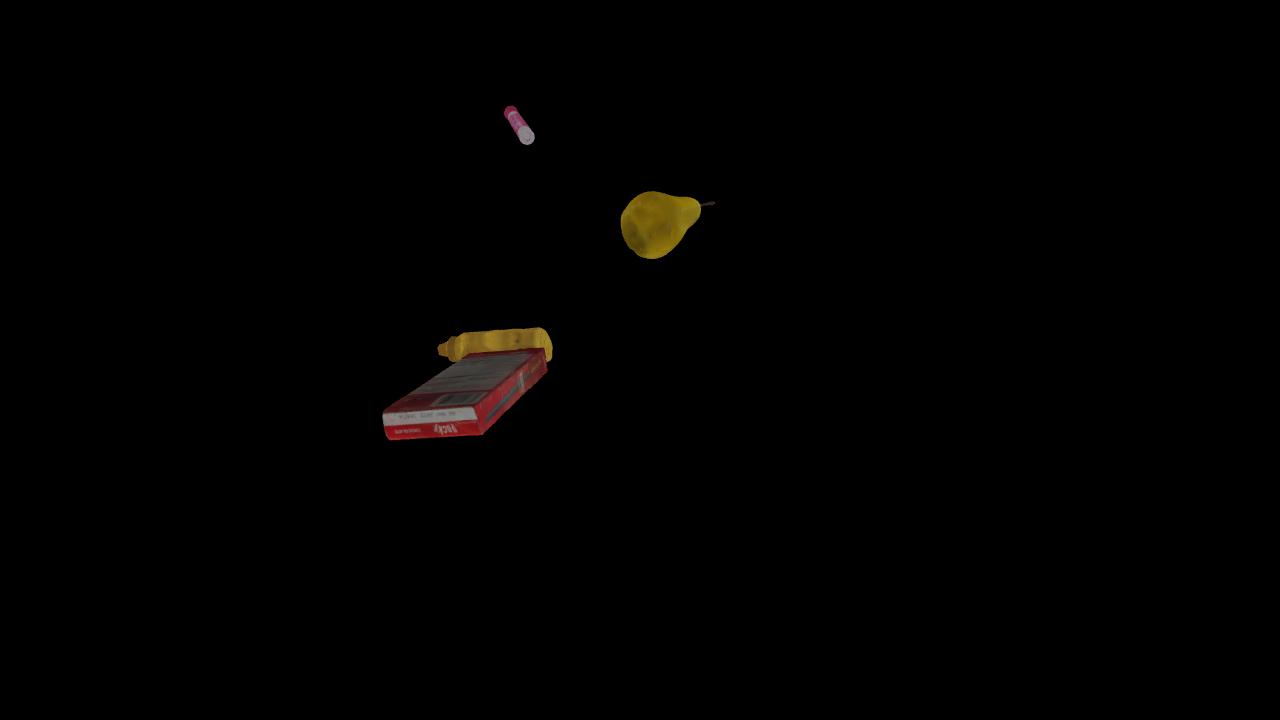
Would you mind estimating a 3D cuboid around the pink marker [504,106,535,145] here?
[{"bbox_3d":[-0.155,-0.301,0.784,0.020,0.020,0.121,0,34,-24],"label":"pink marker"}]

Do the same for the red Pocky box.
[{"bbox_3d":[-0.143,0.025,0.536,0.083,0.028,0.155,-5,17,13],"label":"red Pocky box"}]

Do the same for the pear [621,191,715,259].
[{"bbox_3d":[0.033,-0.164,0.708,0.111,0.080,0.080,-30,16,-29],"label":"pear"}]

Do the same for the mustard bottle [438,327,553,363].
[{"bbox_3d":[-0.243,-0.020,1.005,0.184,0.054,0.092,-3,-9,9],"label":"mustard bottle"}]
